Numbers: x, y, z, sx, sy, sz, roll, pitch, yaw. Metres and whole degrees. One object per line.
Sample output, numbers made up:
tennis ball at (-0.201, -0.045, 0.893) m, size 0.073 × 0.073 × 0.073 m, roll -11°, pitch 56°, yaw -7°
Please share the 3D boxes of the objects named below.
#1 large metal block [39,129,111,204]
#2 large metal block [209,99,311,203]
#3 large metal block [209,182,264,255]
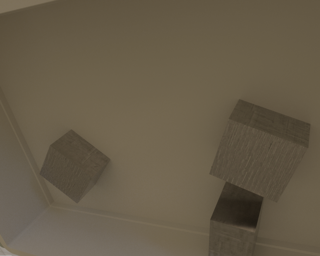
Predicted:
large metal block at (-0.140, 0.063, 0.506) m, size 0.080 × 0.050 × 0.080 m, roll 37°, pitch 129°, yaw 3°
large metal block at (0.111, 0.025, 0.350) m, size 0.080 × 0.050 × 0.079 m, roll 22°, pitch 127°, yaw 15°
large metal block at (0.099, 0.125, 0.398) m, size 0.050 × 0.080 × 0.079 m, roll 11°, pitch 123°, yaw 22°
